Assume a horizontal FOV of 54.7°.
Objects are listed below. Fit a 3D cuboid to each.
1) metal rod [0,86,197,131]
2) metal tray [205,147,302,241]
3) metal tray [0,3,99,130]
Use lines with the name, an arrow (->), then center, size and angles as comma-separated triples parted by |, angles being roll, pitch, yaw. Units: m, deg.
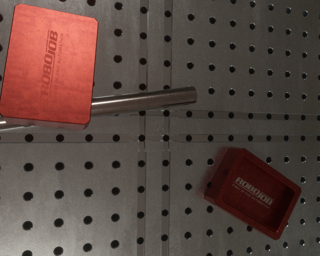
metal rod -> -0.094, -0.023, 0.378 | 0.303, 0.025, 0.025 | -9, 93, -20
metal tray -> 0.142, 0.098, 0.464 | 0.130, 0.030, 0.090 | 33, 79, -17
metal tray -> -0.121, -0.067, 0.349 | 0.091, 0.030, 0.129 | 6, 76, -17
